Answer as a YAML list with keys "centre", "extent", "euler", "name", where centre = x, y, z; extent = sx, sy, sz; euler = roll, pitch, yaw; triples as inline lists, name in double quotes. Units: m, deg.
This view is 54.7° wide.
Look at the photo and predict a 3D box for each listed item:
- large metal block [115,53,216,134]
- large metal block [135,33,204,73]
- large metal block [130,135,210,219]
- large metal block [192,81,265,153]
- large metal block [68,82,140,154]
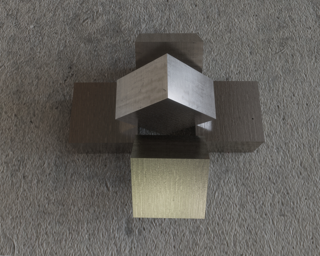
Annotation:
- centre: [0.007, -0.033, 0.357]
  extent: [0.080, 0.080, 0.050]
  euler: [-19, 64, 40]
  name: "large metal block"
- centre: [0.011, -0.094, 0.408]
  extent: [0.081, 0.080, 0.050]
  euler: [0, 114, 0]
  name: "large metal block"
- centre: [0.011, 0.055, 0.354]
  extent: [0.081, 0.079, 0.050]
  euler: [1, 27, 1]
  name: "large metal block"
- centre: [0.082, -0.013, 0.399]
  extent: [0.081, 0.050, 0.080]
  euler: [0, 70, -1]
  name: "large metal block"
- centre: [-0.067, -0.012, 0.399]
  extent: [0.081, 0.050, 0.080]
  euler: [0, 70, -1]
  name: "large metal block"
